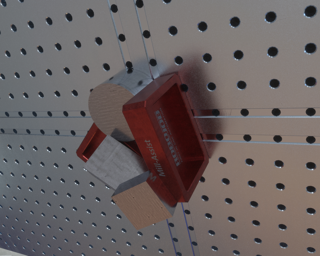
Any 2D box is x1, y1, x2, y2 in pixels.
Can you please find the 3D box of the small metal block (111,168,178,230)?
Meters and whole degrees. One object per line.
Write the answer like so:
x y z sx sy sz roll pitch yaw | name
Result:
-0.017 0.081 0.347 0.050 0.025 0.050 -29 104 26 | small metal block

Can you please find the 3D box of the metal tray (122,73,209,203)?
0.013 0.012 0.368 0.030 0.090 0.129 -9 114 32 | metal tray

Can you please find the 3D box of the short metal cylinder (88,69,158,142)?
-0.044 -0.029 0.398 0.080 0.050 0.079 13 124 20 | short metal cylinder

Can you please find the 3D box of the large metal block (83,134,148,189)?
-0.049 0.060 0.416 0.080 0.050 0.080 34 164 5 | large metal block

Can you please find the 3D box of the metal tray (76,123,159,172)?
-0.054 0.048 0.463 0.130 0.030 0.089 40 129 0 | metal tray
